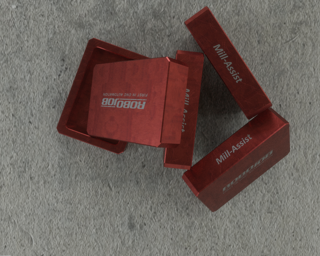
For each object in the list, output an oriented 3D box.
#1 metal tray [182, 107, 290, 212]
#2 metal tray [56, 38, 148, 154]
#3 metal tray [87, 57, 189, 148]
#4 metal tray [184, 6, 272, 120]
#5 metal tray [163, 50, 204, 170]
[{"bbox_3d":[0.098,0.043,0.380,0.130,0.090,0.030,-38,55,0],"label":"metal tray"},{"bbox_3d":[-0.069,-0.041,0.408,0.090,0.030,0.129,20,90,-1],"label":"metal tray"},{"bbox_3d":[-0.031,-0.030,0.354,0.130,0.030,0.089,7,90,44],"label":"metal tray"},{"bbox_3d":[0.082,-0.076,0.377,0.030,0.090,0.130,-33,90,14],"label":"metal tray"},{"bbox_3d":[0.026,-0.020,0.379,0.030,0.090,0.129,6,91,0],"label":"metal tray"}]
